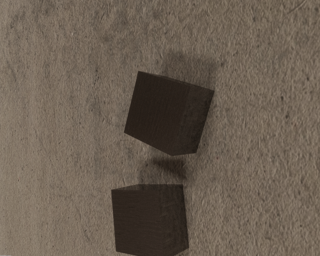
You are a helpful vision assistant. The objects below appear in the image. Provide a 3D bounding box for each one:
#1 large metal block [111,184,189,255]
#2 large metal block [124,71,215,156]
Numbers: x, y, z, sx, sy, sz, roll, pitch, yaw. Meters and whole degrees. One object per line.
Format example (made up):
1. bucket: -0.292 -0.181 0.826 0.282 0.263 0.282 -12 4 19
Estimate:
1. large metal block: -0.014 0.116 0.398 0.080 0.050 0.080 -9 85 39
2. large metal block: 0.009 -0.019 0.379 0.080 0.050 0.079 23 105 37
